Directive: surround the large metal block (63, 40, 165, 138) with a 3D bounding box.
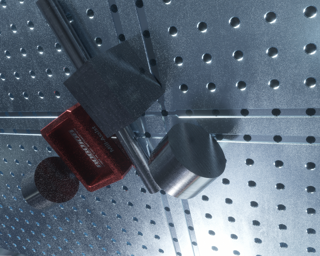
[{"bbox_3d":[-0.051,-0.048,0.371,0.050,0.080,0.080,-30,102,37],"label":"large metal block"}]

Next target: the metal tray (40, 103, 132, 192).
[{"bbox_3d":[-0.117,0.034,0.487,0.090,0.030,0.130,-28,103,37],"label":"metal tray"}]

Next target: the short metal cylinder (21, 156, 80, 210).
[{"bbox_3d":[-0.187,0.095,0.530,0.050,0.080,0.080,-30,102,37],"label":"short metal cylinder"}]

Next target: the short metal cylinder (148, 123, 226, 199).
[{"bbox_3d":[0.033,0.040,0.382,0.080,0.080,0.050,39,129,1],"label":"short metal cylinder"}]

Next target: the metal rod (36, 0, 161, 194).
[{"bbox_3d":[-0.074,-0.034,0.427,0.025,0.025,0.299,-17,110,34],"label":"metal rod"}]
